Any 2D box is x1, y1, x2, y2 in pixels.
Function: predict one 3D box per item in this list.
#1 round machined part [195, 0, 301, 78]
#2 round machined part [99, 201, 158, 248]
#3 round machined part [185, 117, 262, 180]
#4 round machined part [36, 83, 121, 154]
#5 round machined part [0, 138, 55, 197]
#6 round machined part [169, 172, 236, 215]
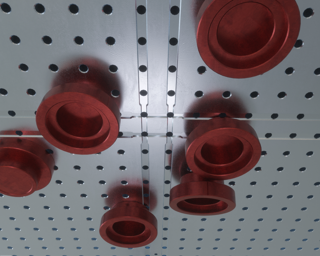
[{"bbox_3d":[0.084,-0.103,0.314,0.099,0.042,0.097,0,130,0],"label":"round machined part"},{"bbox_3d":[-0.053,0.165,0.540,0.099,0.042,0.097,0,130,0],"label":"round machined part"},{"bbox_3d":[0.083,0.024,0.421,0.099,0.042,0.097,0,130,0],"label":"round machined part"},{"bbox_3d":[-0.098,-0.016,0.386,0.099,0.042,0.097,0,130,0],"label":"round machined part"},{"bbox_3d":[-0.209,0.064,0.453,0.099,0.042,0.097,0,130,0],"label":"round machined part"},{"bbox_3d":[0.064,0.099,0.473,0.098,0.042,0.098,2,148,2],"label":"round machined part"}]
